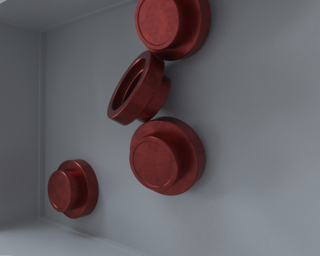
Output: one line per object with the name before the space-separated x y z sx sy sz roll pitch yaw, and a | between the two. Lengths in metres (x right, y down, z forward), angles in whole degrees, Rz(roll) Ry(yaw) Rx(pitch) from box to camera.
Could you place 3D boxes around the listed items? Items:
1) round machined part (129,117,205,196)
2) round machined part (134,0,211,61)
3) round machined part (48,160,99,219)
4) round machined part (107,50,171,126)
round machined part | 0.002 0.038 0.377 0.098 0.042 0.097 9 108 30
round machined part | 0.008 -0.129 0.371 0.098 0.042 0.097 16 117 36
round machined part | -0.150 0.103 0.517 0.098 0.042 0.097 0 90 39
round machined part | -0.023 -0.045 0.393 0.098 0.042 0.098 -45 27 31
